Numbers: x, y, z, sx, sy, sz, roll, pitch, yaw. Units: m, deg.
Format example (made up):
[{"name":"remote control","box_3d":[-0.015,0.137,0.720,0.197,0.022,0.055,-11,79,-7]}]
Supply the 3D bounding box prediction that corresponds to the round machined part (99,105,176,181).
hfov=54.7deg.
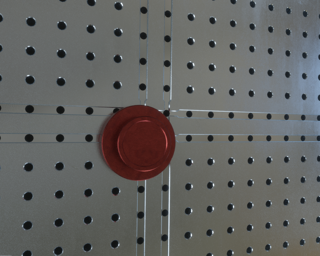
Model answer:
[{"name":"round machined part","box_3d":[-0.025,0.019,0.395,0.099,0.042,0.097,0,90,-21]}]
